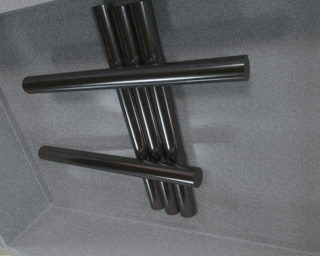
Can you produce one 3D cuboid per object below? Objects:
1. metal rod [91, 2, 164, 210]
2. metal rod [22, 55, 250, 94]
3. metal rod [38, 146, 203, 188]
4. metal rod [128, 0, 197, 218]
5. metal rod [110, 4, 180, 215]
[{"bbox_3d":[-0.034,-0.011,0.419,0.025,0.025,0.298,0,119,28],"label":"metal rod"},{"bbox_3d":[-0.050,-0.059,0.365,0.300,0.025,0.025,1,119,28],"label":"metal rod"},{"bbox_3d":[-0.078,0.051,0.457,0.300,0.025,0.025,4,121,34],"label":"metal rod"},{"bbox_3d":[0.010,-0.006,0.397,0.025,0.025,0.298,1,119,28],"label":"metal rod"},{"bbox_3d":[-0.011,-0.006,0.410,0.025,0.025,0.298,1,119,28],"label":"metal rod"}]
